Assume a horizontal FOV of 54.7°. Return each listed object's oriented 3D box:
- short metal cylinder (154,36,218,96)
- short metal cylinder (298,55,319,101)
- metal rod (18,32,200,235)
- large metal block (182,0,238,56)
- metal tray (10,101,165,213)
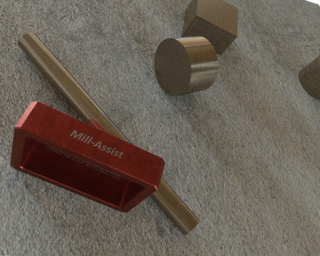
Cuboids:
[{"bbox_3d":[0.036,-0.089,0.442,0.050,0.080,0.080,-16,70,-34],"label":"short metal cylinder"},{"bbox_3d":[0.332,-0.102,0.629,0.081,0.050,0.080,14,56,-21],"label":"short metal cylinder"},{"bbox_3d":[-0.064,0.003,0.367,0.300,0.025,0.025,48,51,5],"label":"metal rod"},{"bbox_3d":[0.090,-0.188,0.551,0.080,0.050,0.080,21,54,-16],"label":"large metal block"},{"bbox_3d":[-0.073,0.035,0.301,0.131,0.090,0.030,26,53,-12],"label":"metal tray"}]
